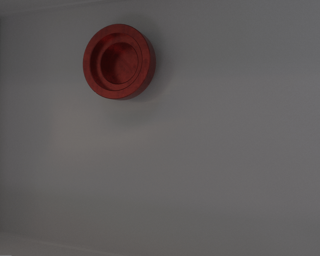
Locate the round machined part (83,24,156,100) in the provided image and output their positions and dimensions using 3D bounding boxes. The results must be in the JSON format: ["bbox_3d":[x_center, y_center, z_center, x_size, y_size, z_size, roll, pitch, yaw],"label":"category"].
[{"bbox_3d":[-0.051,-0.086,0.420,0.098,0.042,0.097,0,90,20],"label":"round machined part"}]
